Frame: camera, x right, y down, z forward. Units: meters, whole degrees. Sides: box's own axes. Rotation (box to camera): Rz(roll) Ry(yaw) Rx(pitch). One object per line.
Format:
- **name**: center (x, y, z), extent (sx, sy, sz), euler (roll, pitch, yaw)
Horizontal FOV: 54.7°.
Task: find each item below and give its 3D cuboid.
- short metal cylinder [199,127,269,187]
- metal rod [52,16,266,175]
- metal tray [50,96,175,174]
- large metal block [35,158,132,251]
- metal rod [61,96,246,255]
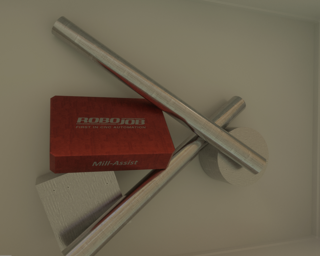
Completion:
- **short metal cylinder**: center (0.103, 0.038, 0.434), extent (0.081, 0.050, 0.079), euler (0, 90, -21)
- **metal rod**: center (0.003, -0.037, 0.380), extent (0.301, 0.025, 0.025), euler (35, 78, -5)
- **metal tray**: center (-0.057, 0.005, 0.356), extent (0.131, 0.030, 0.090), euler (0, 46, -19)
- **large metal block**: center (-0.089, 0.083, 0.360), extent (0.081, 0.050, 0.080), euler (-20, 97, -19)
- **metal rod**: center (0.013, 0.047, 0.376), extent (0.302, 0.025, 0.025), euler (-39, 103, -30)
